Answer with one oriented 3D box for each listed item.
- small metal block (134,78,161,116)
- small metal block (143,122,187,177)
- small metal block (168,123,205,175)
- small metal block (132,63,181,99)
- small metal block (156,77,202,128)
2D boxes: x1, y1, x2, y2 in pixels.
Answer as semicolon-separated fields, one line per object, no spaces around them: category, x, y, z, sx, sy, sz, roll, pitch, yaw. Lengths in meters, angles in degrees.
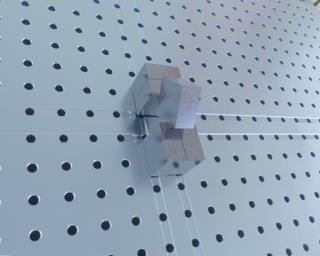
small metal block;0.000;-0.039;0.417;0.050;0.050;0.025;2;61;-28
small metal block;0.004;0.027;0.379;0.025;0.050;0.050;1;61;-28
small metal block;0.027;0.026;0.391;0.025;0.050;0.050;1;61;-28
small metal block;-0.005;-0.062;0.428;0.050;0.050;0.025;2;61;-28
small metal block;0.021;-0.031;0.371;0.025;0.050;0.050;0;19;-28
